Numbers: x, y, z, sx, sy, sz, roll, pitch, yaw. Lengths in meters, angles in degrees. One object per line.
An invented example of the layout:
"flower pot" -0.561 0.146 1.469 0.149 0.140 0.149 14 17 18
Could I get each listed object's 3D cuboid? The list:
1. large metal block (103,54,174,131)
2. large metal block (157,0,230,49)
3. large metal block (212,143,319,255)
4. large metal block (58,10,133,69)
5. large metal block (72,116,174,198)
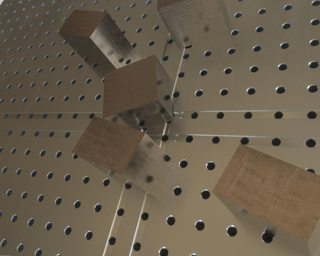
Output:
"large metal block" -0.031 -0.045 0.434 0.080 0.050 0.080 -17 55 18
"large metal block" 0.050 -0.171 0.450 0.080 0.080 0.050 -11 57 22
"large metal block" 0.104 0.066 0.278 0.080 0.080 0.050 24 75 36
"large metal block" -0.106 -0.147 0.516 0.080 0.080 0.050 19 72 35
"large metal block" -0.042 0.035 0.372 0.080 0.080 0.050 17 71 34
